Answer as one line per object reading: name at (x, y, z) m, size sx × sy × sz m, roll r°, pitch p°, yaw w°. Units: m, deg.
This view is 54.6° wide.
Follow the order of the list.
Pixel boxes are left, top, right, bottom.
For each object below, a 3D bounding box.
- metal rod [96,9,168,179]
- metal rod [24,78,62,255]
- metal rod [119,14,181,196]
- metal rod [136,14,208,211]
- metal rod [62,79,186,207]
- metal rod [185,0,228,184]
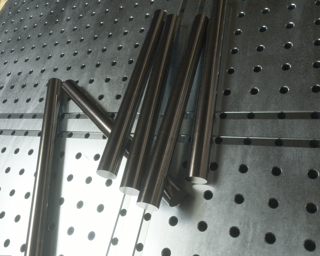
metal rod at (-0.031, -0.068, 0.446) m, size 0.025 × 0.025 × 0.300 m, roll -3°, pitch 54°, yaw 27°
metal rod at (-0.174, 0.042, 0.475) m, size 0.025 × 0.025 × 0.300 m, roll -19°, pitch 54°, yaw 17°
metal rod at (-0.006, -0.053, 0.425) m, size 0.025 × 0.025 × 0.300 m, roll -5°, pitch 53°, yaw 26°
metal rod at (0.025, -0.041, 0.402) m, size 0.025 × 0.025 × 0.300 m, roll -1°, pitch 55°, yaw 28°
metal rod at (-0.069, 0.003, 0.443) m, size 0.025 × 0.025 × 0.300 m, roll -46°, pitch 51°, yaw -4°
metal rod at (0.068, -0.072, 0.417) m, size 0.025 × 0.025 × 0.300 m, roll -3°, pitch 60°, yaw 27°
